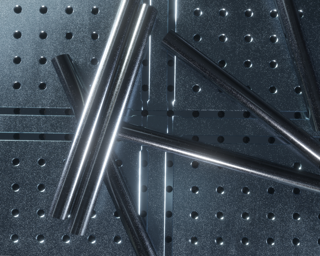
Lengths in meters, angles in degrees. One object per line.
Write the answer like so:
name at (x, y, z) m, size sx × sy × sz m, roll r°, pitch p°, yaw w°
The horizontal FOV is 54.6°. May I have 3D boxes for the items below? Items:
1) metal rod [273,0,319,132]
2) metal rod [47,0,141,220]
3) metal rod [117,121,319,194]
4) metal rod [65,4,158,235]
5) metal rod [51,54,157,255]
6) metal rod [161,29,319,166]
metal rod at (0.175, -0.142, 0.414) m, size 0.025 × 0.025 × 0.299 m, roll -17°, pitch 90°, yaw 0°
metal rod at (-0.079, -0.036, 0.391) m, size 0.025 × 0.025 × 0.299 m, roll 17°, pitch 82°, yaw 0°
metal rod at (0.091, 0.042, 0.413) m, size 0.301 × 0.025 × 0.025 m, roll 15°, pitch 90°, yaw 0°
metal rod at (-0.058, -0.017, 0.394) m, size 0.025 × 0.025 × 0.299 m, roll 17°, pitch 82°, yaw 0°
metal rod at (-0.073, 0.044, 0.412) m, size 0.025 × 0.025 × 0.299 m, roll -24°, pitch 90°, yaw 0°
metal rod at (0.128, -0.030, 0.414) m, size 0.300 × 0.025 × 0.025 m, roll 37°, pitch 90°, yaw 0°
